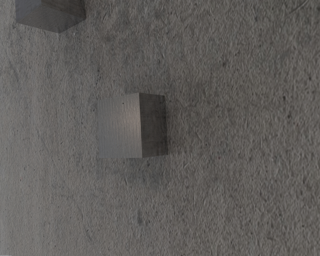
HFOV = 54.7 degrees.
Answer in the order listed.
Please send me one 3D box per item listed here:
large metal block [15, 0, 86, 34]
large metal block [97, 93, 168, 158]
[{"bbox_3d":[-0.185,-0.204,0.522,0.080,0.081,0.050,-9,85,40],"label":"large metal block"},{"bbox_3d":[-0.038,-0.001,0.420,0.080,0.050,0.080,-5,87,40],"label":"large metal block"}]
